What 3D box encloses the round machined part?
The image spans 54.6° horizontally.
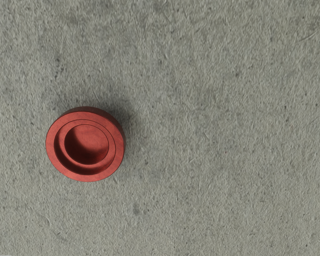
[{"bbox_3d":[-0.094,0.018,0.407,0.099,0.042,0.097,0,110,0],"label":"round machined part"}]
